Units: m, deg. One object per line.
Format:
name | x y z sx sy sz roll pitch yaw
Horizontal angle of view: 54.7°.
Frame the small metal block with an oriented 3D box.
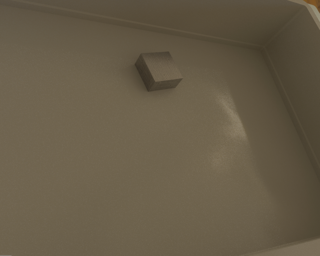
small metal block | -0.002 -0.084 0.458 0.050 0.025 0.050 -13 69 -34
